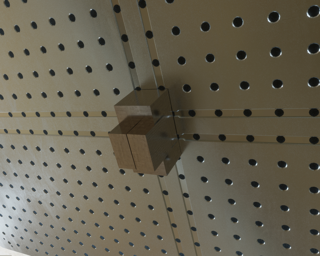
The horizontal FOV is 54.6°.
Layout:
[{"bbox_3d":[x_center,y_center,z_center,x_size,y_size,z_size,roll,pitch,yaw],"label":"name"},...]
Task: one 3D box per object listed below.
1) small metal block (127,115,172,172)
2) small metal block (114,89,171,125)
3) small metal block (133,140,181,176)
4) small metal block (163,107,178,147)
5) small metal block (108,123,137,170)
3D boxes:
[{"bbox_3d":[-0.011,0.017,0.380,0.025,0.050,0.050,3,120,28],"label":"small metal block"},{"bbox_3d":[-0.021,-0.027,0.389,0.050,0.050,0.025,2,120,27],"label":"small metal block"},{"bbox_3d":[-0.005,0.038,0.421,0.050,0.050,0.025,2,119,27],"label":"small metal block"},{"bbox_3d":[-0.008,-0.001,0.415,0.050,0.025,0.050,2,120,28],"label":"small metal block"},{"bbox_3d":[-0.035,0.017,0.392,0.025,0.050,0.050,2,119,27],"label":"small metal block"}]
